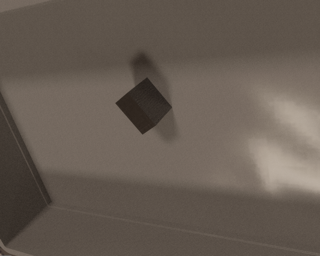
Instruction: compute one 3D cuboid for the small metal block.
[{"bbox_3d":[-0.019,-0.028,0.384,0.025,0.050,0.050,-34,99,38],"label":"small metal block"}]
